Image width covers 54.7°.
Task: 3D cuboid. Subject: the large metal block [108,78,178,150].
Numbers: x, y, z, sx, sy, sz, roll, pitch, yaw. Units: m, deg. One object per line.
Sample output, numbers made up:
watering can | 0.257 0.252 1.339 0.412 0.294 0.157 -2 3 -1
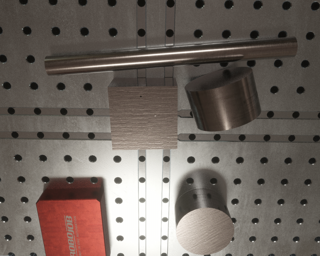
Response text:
large metal block | -0.019 -0.019 0.393 0.081 0.050 0.079 -1 110 0

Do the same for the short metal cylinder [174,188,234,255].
short metal cylinder | 0.062 0.135 0.451 0.081 0.050 0.079 0 110 -1

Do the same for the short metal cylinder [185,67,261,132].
short metal cylinder | 0.075 -0.036 0.372 0.080 0.080 0.050 -17 110 6

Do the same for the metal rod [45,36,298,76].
metal rod | 0.013 -0.088 0.381 0.302 0.025 0.025 -4 110 1

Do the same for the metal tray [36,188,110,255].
metal tray | -0.127 0.155 0.466 0.091 0.030 0.129 -2 110 0
